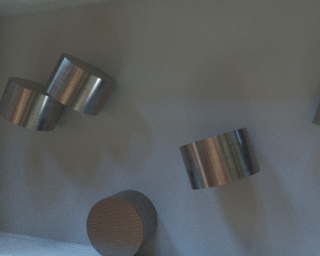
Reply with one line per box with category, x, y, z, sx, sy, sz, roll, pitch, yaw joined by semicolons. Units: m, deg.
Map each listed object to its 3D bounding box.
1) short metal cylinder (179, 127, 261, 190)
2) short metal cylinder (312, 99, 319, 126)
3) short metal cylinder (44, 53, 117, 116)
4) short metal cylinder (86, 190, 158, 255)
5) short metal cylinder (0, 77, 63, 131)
short metal cylinder;0.068;0.035;0.357;0.080;0.080;0.050;-18;84;19
short metal cylinder;0.203;-0.018;0.310;0.080;0.080;0.050;18;96;19
short metal cylinder;-0.106;-0.059;0.419;0.080;0.080;0.050;35;101;16
short metal cylinder;-0.050;0.128;0.415;0.080;0.050;0.080;0;90;20
short metal cylinder;-0.183;-0.035;0.446;0.080;0.080;0.050;26;99;18
